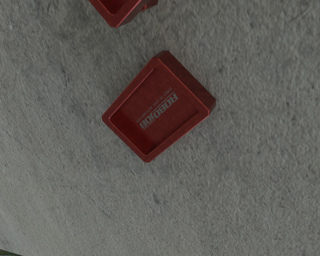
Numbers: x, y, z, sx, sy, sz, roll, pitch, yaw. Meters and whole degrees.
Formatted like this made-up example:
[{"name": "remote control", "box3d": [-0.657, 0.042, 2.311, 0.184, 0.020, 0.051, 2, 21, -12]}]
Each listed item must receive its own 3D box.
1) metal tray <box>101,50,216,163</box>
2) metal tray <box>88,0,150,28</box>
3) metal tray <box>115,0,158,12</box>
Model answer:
[{"name": "metal tray", "box3d": [-0.006, -0.022, 0.391, 0.090, 0.030, 0.129, 45, 129, -4]}, {"name": "metal tray", "box3d": [-0.027, -0.166, 0.274, 0.130, 0.030, 0.090, -34, 100, 38]}, {"name": "metal tray", "box3d": [-0.056, -0.187, 0.316, 0.130, 0.030, 0.089, 26, 127, 11]}]
